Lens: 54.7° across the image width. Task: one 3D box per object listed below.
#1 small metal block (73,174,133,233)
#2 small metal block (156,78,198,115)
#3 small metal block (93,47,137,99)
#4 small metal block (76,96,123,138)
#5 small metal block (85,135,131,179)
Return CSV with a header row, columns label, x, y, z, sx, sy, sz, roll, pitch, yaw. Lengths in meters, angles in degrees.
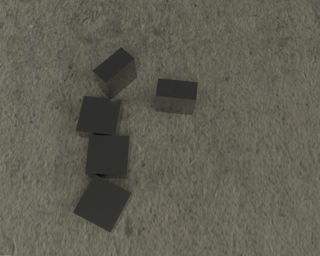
label,x,y,z,sx,sy,sz,roll,pitch,yaw
small metal block,-0.067,0.091,0.374,0.050,0.025,0.050,25,72,8
small metal block,0.021,-0.040,0.410,0.050,0.050,0.025,6,70,2
small metal block,-0.059,-0.073,0.421,0.025,0.050,0.050,43,75,13
small metal block,-0.079,-0.012,0.411,0.050,0.025,0.050,7,69,2
small metal block,-0.064,0.037,0.393,0.050,0.025,0.050,1,69,0
